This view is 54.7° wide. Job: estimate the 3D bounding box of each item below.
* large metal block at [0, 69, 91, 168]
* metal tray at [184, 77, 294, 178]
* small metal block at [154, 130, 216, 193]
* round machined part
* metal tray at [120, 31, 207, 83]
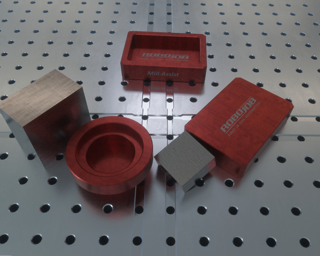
[{"bbox_3d":[-0.135,-0.011,0.381,0.050,0.080,0.080,33,57,24],"label":"large metal block"},{"bbox_3d":[0.105,-0.007,0.411,0.090,0.030,0.131,33,57,24],"label":"metal tray"},{"bbox_3d":[0.030,0.039,0.367,0.050,0.025,0.050,-39,60,-11],"label":"small metal block"},{"bbox_3d":[-0.057,0.035,0.366,0.099,0.042,0.098,0,50,0],"label":"round machined part"},{"bbox_3d":[0.008,-0.117,0.502,0.131,0.030,0.090,3,50,2],"label":"metal tray"}]
